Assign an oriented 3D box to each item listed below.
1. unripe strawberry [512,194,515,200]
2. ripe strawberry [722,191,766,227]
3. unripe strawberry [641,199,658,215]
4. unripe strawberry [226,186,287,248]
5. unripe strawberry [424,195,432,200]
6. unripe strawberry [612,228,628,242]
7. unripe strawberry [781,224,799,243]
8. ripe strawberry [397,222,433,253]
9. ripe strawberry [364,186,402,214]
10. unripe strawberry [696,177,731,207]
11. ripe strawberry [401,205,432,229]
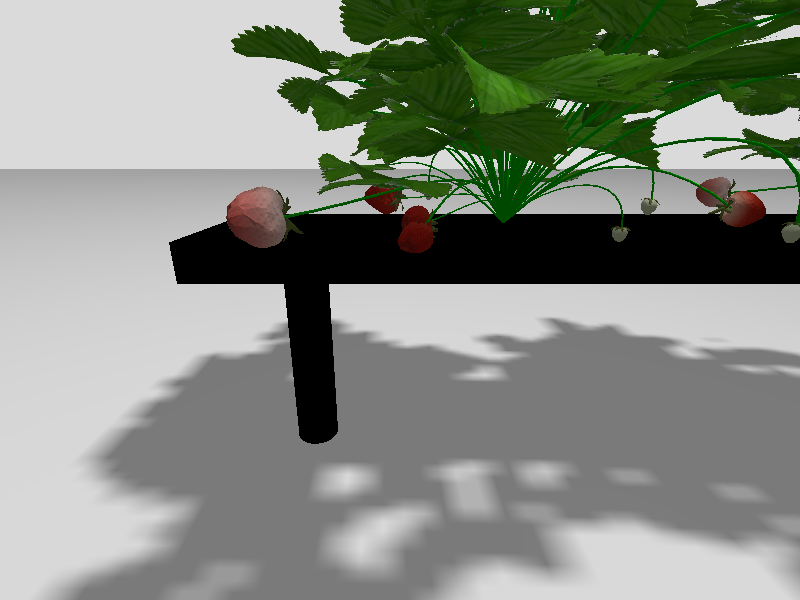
[{"bbox_3d":[0.136,-0.128,0.500,0.014,0.015,0.015,5,20,15],"label":"unripe strawberry"},{"bbox_3d":[0.280,-0.073,0.325,0.030,0.029,0.027,11,20,2],"label":"ripe strawberry"},{"bbox_3d":[0.249,-0.093,0.402,0.015,0.015,0.014,-7,21,-19],"label":"unripe strawberry"},{"bbox_3d":[-0.088,-0.050,0.246,0.035,0.036,0.032,-11,23,-28],"label":"unripe strawberry"},{"bbox_3d":[0.036,-0.133,0.505,0.012,0.012,0.012,-6,20,-16],"label":"unripe strawberry"},{"bbox_3d":[0.146,-0.044,0.267,0.009,0.010,0.010,-13,23,-32],"label":"unripe strawberry"},{"bbox_3d":[0.226,-0.038,0.230,0.010,0.011,0.011,16,25,39],"label":"unripe strawberry"},{"bbox_3d":[0.008,-0.034,0.226,0.021,0.019,0.019,12,45,31],"label":"ripe strawberry"},{"bbox_3d":[-0.017,-0.102,0.393,0.035,0.034,0.038,9,22,25],"label":"ripe strawberry"},{"bbox_3d":[0.356,-0.123,0.456,0.031,0.032,0.029,12,23,31],"label":"unripe strawberry"},{"bbox_3d":[0.010,-0.051,0.267,0.020,0.023,0.022,18,27,41],"label":"ripe strawberry"}]
